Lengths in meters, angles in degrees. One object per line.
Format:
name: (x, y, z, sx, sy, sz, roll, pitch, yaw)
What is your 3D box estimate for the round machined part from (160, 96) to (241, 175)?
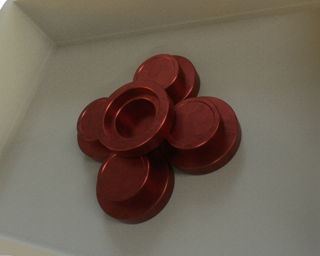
round machined part: (0.043, 0.003, 0.368, 0.098, 0.042, 0.098, -13, 56, 21)

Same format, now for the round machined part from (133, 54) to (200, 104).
round machined part: (0.002, -0.063, 0.429, 0.098, 0.042, 0.098, -13, 56, 21)

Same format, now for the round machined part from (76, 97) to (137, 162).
round machined part: (-0.076, -0.004, 0.435, 0.098, 0.042, 0.098, -13, 56, 21)

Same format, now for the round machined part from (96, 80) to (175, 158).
round machined part: (-0.026, -0.008, 0.384, 0.098, 0.042, 0.098, -13, 56, 21)

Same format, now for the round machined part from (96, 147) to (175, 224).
round machined part: (-0.036, 0.061, 0.373, 0.098, 0.042, 0.098, -13, 55, 19)
